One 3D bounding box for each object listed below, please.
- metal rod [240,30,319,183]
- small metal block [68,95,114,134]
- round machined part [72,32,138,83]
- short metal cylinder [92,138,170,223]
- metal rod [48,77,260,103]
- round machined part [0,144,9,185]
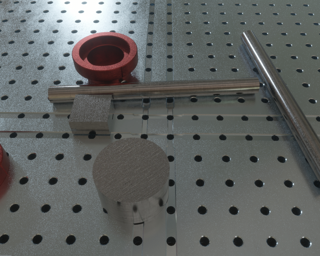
[{"bbox_3d":[0.176,-0.047,0.448,0.025,0.025,0.300,-7,50,-6],"label":"metal rod"},{"bbox_3d":[-0.092,-0.019,0.423,0.050,0.025,0.050,1,50,0],"label":"small metal block"},{"bbox_3d":[-0.083,-0.104,0.484,0.099,0.042,0.098,0,50,0],"label":"round machined part"},{"bbox_3d":[-0.030,0.057,0.343,0.080,0.050,0.080,0,50,0],"label":"short metal cylinder"},{"bbox_3d":[-0.007,-0.056,0.454,0.302,0.025,0.025,-3,50,-3],"label":"metal rod"},{"bbox_3d":[-0.234,0.042,0.360,0.099,0.042,0.098,0,50,0],"label":"round machined part"}]
